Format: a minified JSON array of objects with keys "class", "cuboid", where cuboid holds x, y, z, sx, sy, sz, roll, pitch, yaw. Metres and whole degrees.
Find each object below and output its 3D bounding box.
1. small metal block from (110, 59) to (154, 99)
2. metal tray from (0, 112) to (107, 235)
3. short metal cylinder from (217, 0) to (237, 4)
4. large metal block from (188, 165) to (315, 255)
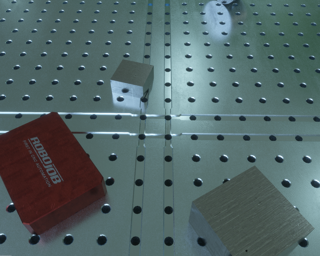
[{"class":"small metal block","cuboid":[-0.041,-0.075,0.470,0.050,0.025,0.050,14,51,11]},{"class":"metal tray","cuboid":[-0.134,0.046,0.364,0.091,0.030,0.130,-29,56,-23]},{"class":"short metal cylinder","cuboid":[0.145,-0.299,0.625,0.050,0.080,0.080,-31,57,-23]},{"class":"large metal block","cuboid":[0.086,0.097,0.311,0.081,0.050,0.080,-25,55,-20]}]
